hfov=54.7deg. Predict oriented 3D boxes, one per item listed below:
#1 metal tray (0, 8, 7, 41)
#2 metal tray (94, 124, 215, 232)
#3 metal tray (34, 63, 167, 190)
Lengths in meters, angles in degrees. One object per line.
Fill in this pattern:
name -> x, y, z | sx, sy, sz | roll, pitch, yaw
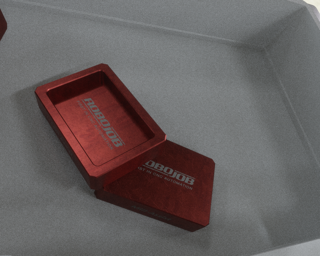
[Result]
metal tray -> -0.204, -0.125, 0.304 | 0.030, 0.129, 0.090 | 5, 57, 1
metal tray -> -0.001, 0.058, 0.368 | 0.131, 0.030, 0.090 | 24, 53, -14
metal tray -> -0.066, -0.008, 0.342 | 0.091, 0.030, 0.130 | -28, 64, -25
